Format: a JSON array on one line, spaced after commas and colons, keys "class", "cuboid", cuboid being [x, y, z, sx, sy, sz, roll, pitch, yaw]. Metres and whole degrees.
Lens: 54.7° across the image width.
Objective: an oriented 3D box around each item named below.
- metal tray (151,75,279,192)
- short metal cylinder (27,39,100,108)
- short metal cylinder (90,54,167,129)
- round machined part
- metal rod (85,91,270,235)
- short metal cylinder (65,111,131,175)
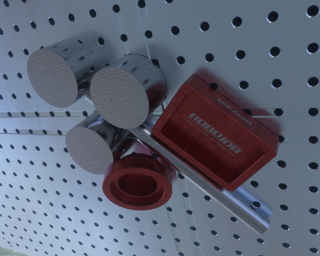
[{"class": "metal tray", "cuboid": [0.064, 0.009, 0.379, 0.130, 0.030, 0.089, 37, 130, 3]}, {"class": "short metal cylinder", "cuboid": [-0.129, -0.074, 0.418, 0.080, 0.050, 0.079, 13, 124, 21]}, {"class": "short metal cylinder", "cuboid": [-0.039, -0.046, 0.386, 0.080, 0.050, 0.079, 13, 124, 21]}, {"class": "round machined part", "cuboid": [-0.031, 0.074, 0.449, 0.099, 0.042, 0.097, 2, 132, 2]}, {"class": "metal rod", "cuboid": [0.023, 0.043, 0.426, 0.300, 0.025, 0.025, 38, 129, 2]}, {"class": "short metal cylinder", "cuboid": [-0.090, 0.021, 0.455, 0.080, 0.050, 0.079, 13, 124, 21]}]
